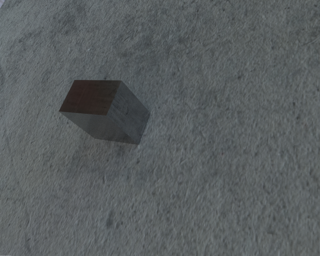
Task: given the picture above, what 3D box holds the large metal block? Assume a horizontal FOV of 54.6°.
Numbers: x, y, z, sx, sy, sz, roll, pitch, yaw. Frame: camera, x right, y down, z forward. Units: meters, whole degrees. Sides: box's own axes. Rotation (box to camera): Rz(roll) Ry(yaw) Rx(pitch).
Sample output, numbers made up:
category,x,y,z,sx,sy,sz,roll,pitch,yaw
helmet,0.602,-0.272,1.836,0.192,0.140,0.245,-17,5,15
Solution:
category,x,y,z,sx,sy,sz,roll,pitch,yaw
large metal block,-0.072,-0.021,0.420,0.080,0.080,0.050,6,65,31
